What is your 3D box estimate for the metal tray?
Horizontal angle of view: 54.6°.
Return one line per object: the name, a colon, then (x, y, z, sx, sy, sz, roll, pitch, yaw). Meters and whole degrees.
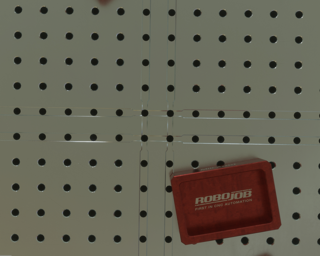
metal tray: (0.085, 0.096, 0.411, 0.131, 0.030, 0.090, -10, 90, 0)
